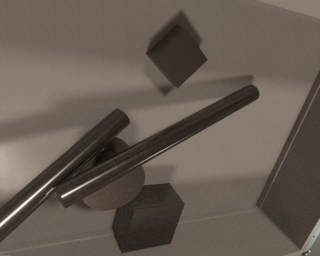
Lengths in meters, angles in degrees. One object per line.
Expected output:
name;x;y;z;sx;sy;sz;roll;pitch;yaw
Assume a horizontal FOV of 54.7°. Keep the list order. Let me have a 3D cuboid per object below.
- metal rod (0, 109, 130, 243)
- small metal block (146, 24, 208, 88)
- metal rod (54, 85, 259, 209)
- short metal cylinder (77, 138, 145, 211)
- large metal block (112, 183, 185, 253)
metal rod;-0.139;0.079;0.305;0.301;0.025;0.025;-45;134;-29
small metal block;0.021;-0.085;0.369;0.050;0.025;0.050;-44;130;2
metal rod;0.018;0.009;0.381;0.302;0.025;0.025;-27;129;-29
short metal cylinder;-0.066;0.057;0.393;0.081;0.050;0.079;-14;125;-21
large metal block;-0.019;0.133;0.466;0.081;0.050;0.079;1;118;-29
